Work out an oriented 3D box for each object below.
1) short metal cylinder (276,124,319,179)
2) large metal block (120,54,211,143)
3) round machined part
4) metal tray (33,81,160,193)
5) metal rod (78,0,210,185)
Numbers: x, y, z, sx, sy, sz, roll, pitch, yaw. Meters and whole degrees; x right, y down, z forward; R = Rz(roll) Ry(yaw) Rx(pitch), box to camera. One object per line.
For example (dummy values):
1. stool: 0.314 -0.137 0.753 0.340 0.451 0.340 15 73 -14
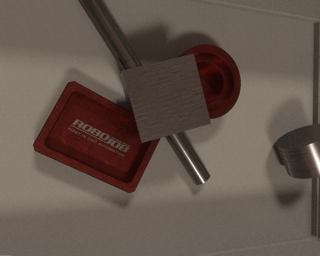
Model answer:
1. short metal cylinder: 0.224 0.034 0.466 0.081 0.080 0.050 -28 100 -18
2. large metal block: 0.004 -0.034 0.360 0.081 0.050 0.080 -15 96 -9
3. round machined part: 0.057 -0.061 0.424 0.099 0.042 0.097 0 90 -21
4. metal tray: -0.073 0.013 0.381 0.131 0.030 0.090 29 80 -18
5. metal rod: -0.019 -0.052 0.404 0.025 0.025 0.299 -36 102 -17
